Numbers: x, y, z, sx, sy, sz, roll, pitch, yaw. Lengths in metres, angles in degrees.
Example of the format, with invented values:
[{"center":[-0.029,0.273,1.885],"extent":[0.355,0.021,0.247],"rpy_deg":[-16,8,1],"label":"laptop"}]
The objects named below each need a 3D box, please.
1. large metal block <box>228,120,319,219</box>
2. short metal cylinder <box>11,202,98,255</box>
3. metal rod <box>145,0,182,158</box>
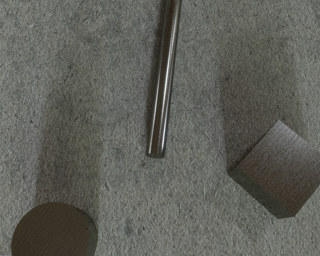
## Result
[{"center":[0.145,0.051,0.378],"extent":[0.080,0.050,0.080],"rpy_deg":[42,75,13],"label":"large metal block"},{"center":[-0.115,0.126,0.347],"extent":[0.081,0.050,0.080],"rpy_deg":[0,70,0],"label":"short metal cylinder"},{"center":[0.010,-0.104,0.446],"extent":[0.025,0.025,0.299],"rpy_deg":[6,70,2],"label":"metal rod"}]
